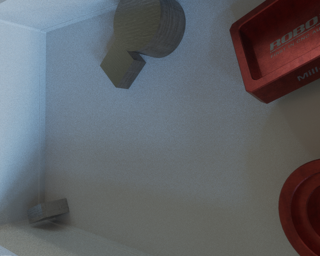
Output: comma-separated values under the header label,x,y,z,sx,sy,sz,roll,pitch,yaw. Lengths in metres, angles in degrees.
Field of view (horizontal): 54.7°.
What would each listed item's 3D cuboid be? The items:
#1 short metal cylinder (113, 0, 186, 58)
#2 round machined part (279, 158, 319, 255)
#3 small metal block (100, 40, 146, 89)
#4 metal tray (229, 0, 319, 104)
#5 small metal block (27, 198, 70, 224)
label,x,y,z,sx,sy,sz,roll,pitch,yaw
short metal cylinder,-0.014,-0.135,0.400,0.080,0.050,0.079,0,90,39
round machined part,0.157,0.072,0.261,0.098,0.042,0.097,1,91,47
small metal block,-0.054,-0.093,0.450,0.050,0.025,0.050,-52,60,27
metal tray,0.131,-0.090,0.275,0.130,0.030,0.090,-30,52,35
small metal block,-0.199,0.148,0.551,0.050,0.050,0.025,-28,73,36
